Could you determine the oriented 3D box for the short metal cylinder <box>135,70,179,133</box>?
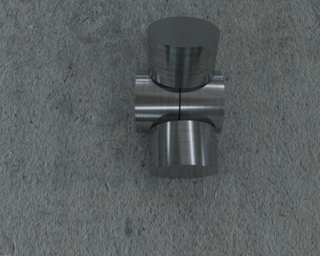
[{"bbox_3d":[-0.003,-0.033,0.393,0.050,0.080,0.080,1,70,0],"label":"short metal cylinder"}]

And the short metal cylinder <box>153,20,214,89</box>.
[{"bbox_3d":[0.031,-0.102,0.435,0.081,0.050,0.080,0,70,0],"label":"short metal cylinder"}]

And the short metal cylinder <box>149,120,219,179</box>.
[{"bbox_3d":[0.028,0.029,0.370,0.081,0.080,0.050,0,70,0],"label":"short metal cylinder"}]

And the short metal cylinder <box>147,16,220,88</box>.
[{"bbox_3d":[0.026,-0.089,0.359,0.081,0.050,0.080,1,41,0],"label":"short metal cylinder"}]

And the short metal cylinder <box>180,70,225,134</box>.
[{"bbox_3d":[0.049,-0.033,0.392,0.050,0.080,0.080,0,70,0],"label":"short metal cylinder"}]
